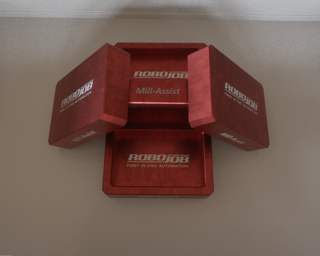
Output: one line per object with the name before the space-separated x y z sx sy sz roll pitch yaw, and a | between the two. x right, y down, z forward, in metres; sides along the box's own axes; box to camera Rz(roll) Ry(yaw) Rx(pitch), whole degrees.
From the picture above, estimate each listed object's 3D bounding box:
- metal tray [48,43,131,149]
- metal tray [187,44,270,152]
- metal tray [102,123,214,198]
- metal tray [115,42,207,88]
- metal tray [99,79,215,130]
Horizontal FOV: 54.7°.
metal tray | -0.087 -0.032 0.370 0.030 0.130 0.090 18 64 -39
metal tray | 0.085 -0.030 0.370 0.030 0.131 0.090 -17 64 40
metal tray | -0.002 0.041 0.388 0.131 0.030 0.090 1 70 -1
metal tray | 0.002 -0.073 0.431 0.131 0.030 0.090 0 70 -1
metal tray | -0.003 -0.026 0.383 0.131 0.090 0.030 1 70 -1
